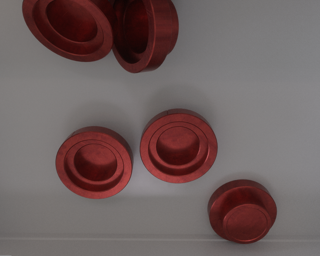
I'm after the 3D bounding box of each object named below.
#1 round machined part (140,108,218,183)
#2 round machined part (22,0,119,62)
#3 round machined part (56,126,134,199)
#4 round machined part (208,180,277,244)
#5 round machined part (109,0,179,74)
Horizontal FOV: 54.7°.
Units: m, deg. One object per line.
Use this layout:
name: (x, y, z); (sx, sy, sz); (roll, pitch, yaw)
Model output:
round machined part: (0.024, 0.020, 0.410); (0.099, 0.042, 0.097); (0, 110, 0)
round machined part: (-0.093, -0.123, 0.339); (0.098, 0.042, 0.098); (10, 147, 6)
round machined part: (-0.085, 0.043, 0.417); (0.099, 0.042, 0.097); (0, 110, 0)
round machined part: (0.121, 0.128, 0.450); (0.099, 0.042, 0.097); (0, 110, 0)
round machined part: (-0.016, -0.111, 0.341); (0.042, 0.098, 0.097); (-15, 115, -34)
